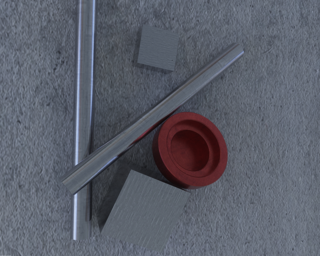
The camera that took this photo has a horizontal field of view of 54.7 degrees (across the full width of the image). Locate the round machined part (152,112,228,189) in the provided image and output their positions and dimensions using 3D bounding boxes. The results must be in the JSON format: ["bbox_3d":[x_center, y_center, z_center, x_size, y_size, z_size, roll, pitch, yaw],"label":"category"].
[{"bbox_3d":[0.035,0.031,0.403,0.099,0.042,0.098,10,65,-21],"label":"round machined part"}]

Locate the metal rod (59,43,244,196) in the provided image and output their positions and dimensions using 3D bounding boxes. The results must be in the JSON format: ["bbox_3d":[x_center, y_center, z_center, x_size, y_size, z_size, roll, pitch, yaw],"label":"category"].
[{"bbox_3d":[0.004,-0.024,0.396,0.301,0.025,0.025,-40,103,-22],"label":"metal rod"}]

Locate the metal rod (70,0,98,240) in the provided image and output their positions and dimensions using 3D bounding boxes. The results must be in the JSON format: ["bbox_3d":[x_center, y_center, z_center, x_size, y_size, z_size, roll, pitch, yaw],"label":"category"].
[{"bbox_3d":[-0.092,-0.018,0.375,0.025,0.025,0.298,2,90,-20],"label":"metal rod"}]

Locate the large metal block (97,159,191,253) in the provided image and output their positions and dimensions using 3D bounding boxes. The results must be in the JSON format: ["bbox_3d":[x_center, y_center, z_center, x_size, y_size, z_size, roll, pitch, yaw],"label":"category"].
[{"bbox_3d":[-0.022,0.095,0.383,0.080,0.050,0.080,25,90,-19],"label":"large metal block"}]

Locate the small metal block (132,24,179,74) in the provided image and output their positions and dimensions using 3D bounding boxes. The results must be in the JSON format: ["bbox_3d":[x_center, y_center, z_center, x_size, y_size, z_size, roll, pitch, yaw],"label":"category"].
[{"bbox_3d":[-0.006,-0.103,0.408,0.050,0.025,0.050,9,87,-20],"label":"small metal block"}]
